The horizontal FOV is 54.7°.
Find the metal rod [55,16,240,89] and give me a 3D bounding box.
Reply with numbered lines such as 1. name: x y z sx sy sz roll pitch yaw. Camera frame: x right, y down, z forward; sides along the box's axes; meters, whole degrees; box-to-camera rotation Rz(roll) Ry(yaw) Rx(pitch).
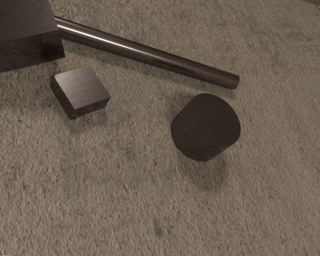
1. metal rod: -0.011 -0.108 0.465 0.302 0.025 0.025 13 57 -22

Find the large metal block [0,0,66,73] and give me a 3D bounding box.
1. large metal block: -0.164 -0.119 0.358 0.081 0.050 0.080 -18 71 -16

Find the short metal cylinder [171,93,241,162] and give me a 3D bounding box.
1. short metal cylinder: 0.062 0.000 0.423 0.081 0.050 0.080 14 56 -21

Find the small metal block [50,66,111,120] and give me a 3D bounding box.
1. small metal block: -0.097 -0.044 0.379 0.050 0.025 0.050 -26 76 -37
